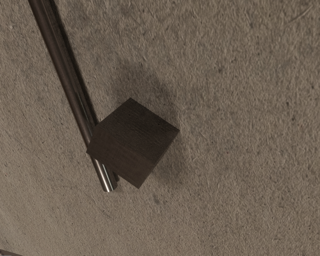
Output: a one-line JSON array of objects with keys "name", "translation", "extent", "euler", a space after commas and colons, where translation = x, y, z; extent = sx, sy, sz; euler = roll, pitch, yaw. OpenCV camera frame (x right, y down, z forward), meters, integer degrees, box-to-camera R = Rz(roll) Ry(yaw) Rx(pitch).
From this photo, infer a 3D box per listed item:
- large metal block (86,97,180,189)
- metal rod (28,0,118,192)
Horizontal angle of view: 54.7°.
[{"name": "large metal block", "translation": [-0.033, 0.017, 0.398], "extent": [0.080, 0.080, 0.050], "euler": [34, 129, 5]}, {"name": "metal rod", "translation": [-0.117, -0.034, 0.445], "extent": [0.025, 0.025, 0.298], "euler": [-1, 118, 28]}]
